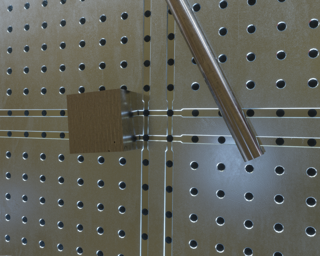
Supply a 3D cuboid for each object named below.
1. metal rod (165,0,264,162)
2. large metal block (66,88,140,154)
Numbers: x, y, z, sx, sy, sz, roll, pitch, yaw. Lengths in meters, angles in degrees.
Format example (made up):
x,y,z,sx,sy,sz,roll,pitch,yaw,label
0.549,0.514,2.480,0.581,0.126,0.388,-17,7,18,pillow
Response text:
x,y,z,sx,sy,sz,roll,pitch,yaw,label
0.052,-0.099,0.394,0.025,0.025,0.299,-27,81,18,metal rod
-0.077,-0.008,0.427,0.080,0.050,0.080,-4,89,20,large metal block
